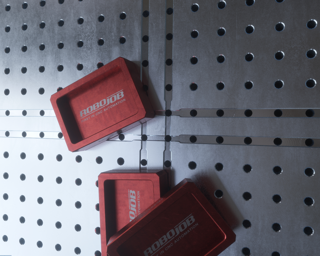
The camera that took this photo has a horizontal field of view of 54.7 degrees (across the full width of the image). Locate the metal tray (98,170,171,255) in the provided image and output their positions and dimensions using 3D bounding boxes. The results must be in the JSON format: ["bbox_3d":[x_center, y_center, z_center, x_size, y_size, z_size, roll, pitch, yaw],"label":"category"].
[{"bbox_3d":[-0.035,0.123,0.421,0.090,0.030,0.129,-3,89,19],"label":"metal tray"}]

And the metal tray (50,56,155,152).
[{"bbox_3d":[-0.084,-0.031,0.438,0.130,0.030,0.090,-25,82,18],"label":"metal tray"}]

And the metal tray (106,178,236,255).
[{"bbox_3d":[0.013,0.135,0.376,0.130,0.030,0.090,-39,90,-1],"label":"metal tray"}]
